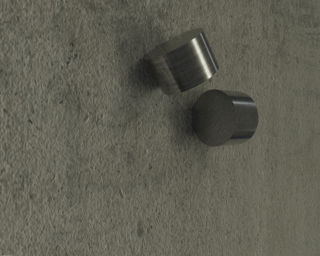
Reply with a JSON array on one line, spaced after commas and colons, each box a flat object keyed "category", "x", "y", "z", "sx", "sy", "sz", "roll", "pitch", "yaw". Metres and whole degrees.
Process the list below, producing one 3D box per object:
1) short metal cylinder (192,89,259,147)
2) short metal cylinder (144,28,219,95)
[{"category": "short metal cylinder", "x": 0.092, "y": -0.014, "z": 0.446, "sx": 0.050, "sy": 0.080, "sz": 0.079, "roll": -2, "pitch": 91, "yaw": -40}, {"category": "short metal cylinder", "x": 0.027, "y": -0.084, "z": 0.392, "sx": 0.080, "sy": 0.080, "sz": 0.050, "roll": -43, "pitch": 117, "yaw": -31}]
